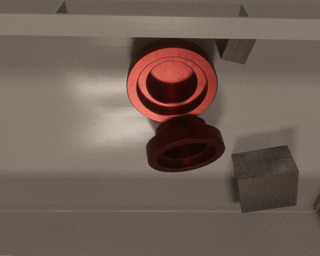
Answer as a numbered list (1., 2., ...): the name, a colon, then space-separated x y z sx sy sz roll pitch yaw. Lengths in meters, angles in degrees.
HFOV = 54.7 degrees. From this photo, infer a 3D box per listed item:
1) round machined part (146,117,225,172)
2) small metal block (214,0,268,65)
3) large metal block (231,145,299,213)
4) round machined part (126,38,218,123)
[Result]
1. round machined part: 0.031 0.019 0.401 0.099 0.042 0.098 -8 151 -4
2. small metal block: 0.078 -0.100 0.309 0.025 0.050 0.050 11 129 -9
3. large metal block: 0.155 0.077 0.461 0.080 0.050 0.080 -11 130 8
4. round machined part: 0.013 -0.056 0.350 0.099 0.042 0.097 -1 130 0
